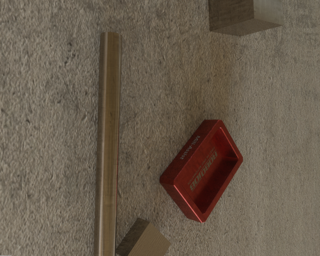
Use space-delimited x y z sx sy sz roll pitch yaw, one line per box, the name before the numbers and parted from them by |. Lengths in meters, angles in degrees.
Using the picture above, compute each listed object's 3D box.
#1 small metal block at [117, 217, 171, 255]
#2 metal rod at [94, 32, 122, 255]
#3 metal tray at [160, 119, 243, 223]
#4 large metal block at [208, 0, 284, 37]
small metal block | -0.020 0.151 0.390 0.050 0.025 0.050 -53 121 -27
metal rod | -0.060 0.042 0.355 0.025 0.025 0.298 2 89 -40
metal tray | 0.066 0.060 0.459 0.130 0.030 0.090 -49 119 -29
large metal block | 0.134 -0.181 0.483 0.081 0.080 0.050 -7 95 -40
